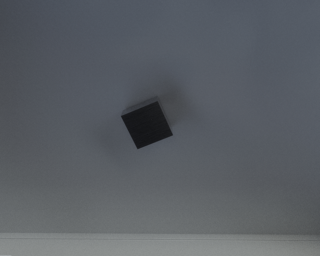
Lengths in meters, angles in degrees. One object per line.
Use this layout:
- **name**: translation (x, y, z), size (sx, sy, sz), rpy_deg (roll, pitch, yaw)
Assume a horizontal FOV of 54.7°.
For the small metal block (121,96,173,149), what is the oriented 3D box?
- **small metal block**: translation (-0.016, -0.007, 0.405), size (0.050, 0.025, 0.050), rpy_deg (-22, 109, 7)
